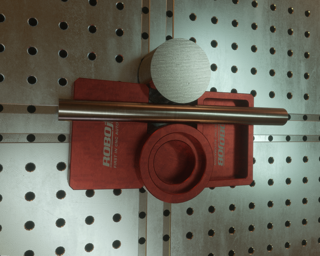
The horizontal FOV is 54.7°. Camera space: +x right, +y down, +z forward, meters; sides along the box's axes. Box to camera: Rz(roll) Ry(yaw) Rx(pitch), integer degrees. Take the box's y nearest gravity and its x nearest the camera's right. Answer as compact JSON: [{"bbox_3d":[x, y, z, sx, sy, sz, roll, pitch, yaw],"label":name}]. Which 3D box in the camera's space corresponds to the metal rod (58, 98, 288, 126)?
[{"bbox_3d":[0.032,-0.018,0.388,0.303,0.025,0.025,1,90,-20],"label":"metal rod"}]

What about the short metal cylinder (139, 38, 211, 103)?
[{"bbox_3d":[0.018,-0.070,0.402,0.081,0.050,0.079,0,90,-20],"label":"short metal cylinder"}]

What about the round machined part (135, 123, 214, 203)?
[{"bbox_3d":[0.015,0.043,0.396,0.099,0.042,0.097,0,90,-20],"label":"round machined part"}]

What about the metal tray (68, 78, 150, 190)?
[{"bbox_3d":[-0.063,0.008,0.382,0.091,0.030,0.129,3,89,-20],"label":"metal tray"}]

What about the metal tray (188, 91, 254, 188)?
[{"bbox_3d":[0.086,0.016,0.437,0.091,0.030,0.129,1,90,-20],"label":"metal tray"}]
